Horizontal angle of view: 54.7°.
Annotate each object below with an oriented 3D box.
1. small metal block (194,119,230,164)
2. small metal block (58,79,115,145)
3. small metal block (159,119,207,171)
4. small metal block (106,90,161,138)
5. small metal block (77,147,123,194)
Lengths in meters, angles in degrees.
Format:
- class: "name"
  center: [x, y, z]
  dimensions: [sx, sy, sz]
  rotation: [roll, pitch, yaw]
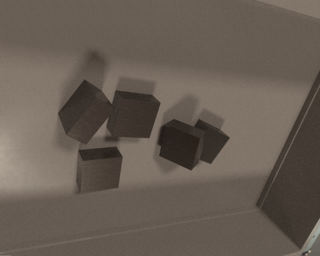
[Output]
- class: "small metal block"
  center: [0.067, 0.021, 0.461]
  dimensions: [0.050, 0.025, 0.050]
  rotation: [24, 106, -37]
- class: "small metal block"
  center: [-0.081, -0.018, 0.338]
  dimensions: [0.025, 0.050, 0.050]
  rotation: [34, 99, -39]
- class: "small metal block"
  center: [0.031, 0.022, 0.422]
  dimensions: [0.025, 0.050, 0.050]
  rotation: [-33, 141, -55]
- class: "small metal block"
  center: [-0.033, -0.016, 0.382]
  dimensions: [0.050, 0.025, 0.050]
  rotation: [4, 117, -31]
- class: "small metal block"
  center: [-0.079, 0.054, 0.400]
  dimensions: [0.050, 0.025, 0.050]
  rotation: [-4, 120, -27]
